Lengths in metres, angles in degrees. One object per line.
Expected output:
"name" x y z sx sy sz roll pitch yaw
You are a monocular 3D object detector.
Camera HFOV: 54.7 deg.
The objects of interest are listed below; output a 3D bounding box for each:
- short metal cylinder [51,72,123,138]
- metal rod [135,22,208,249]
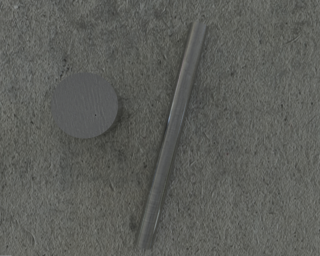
"short metal cylinder" -0.091 -0.027 0.397 0.081 0.050 0.080 0 90 0
"metal rod" 0.015 0.009 0.410 0.025 0.025 0.298 14 90 0
